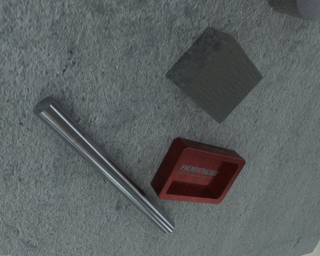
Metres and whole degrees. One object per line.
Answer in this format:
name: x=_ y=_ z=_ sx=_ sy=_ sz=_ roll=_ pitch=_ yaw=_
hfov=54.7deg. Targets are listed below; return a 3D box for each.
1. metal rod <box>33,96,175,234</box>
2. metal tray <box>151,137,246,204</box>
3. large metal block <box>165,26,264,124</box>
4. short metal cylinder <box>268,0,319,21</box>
metal rod: x=-0.055 y=0.070 z=0.420 sx=0.025 sy=0.025 sz=0.300 roll=-38 pitch=129 yaw=-3
metal tray: x=0.061 y=0.070 z=0.480 sx=0.131 sy=0.030 sz=0.089 roll=14 pitch=111 yaw=-34
large metal block: x=0.068 y=-0.065 z=0.388 sx=0.080 sy=0.050 sz=0.080 roll=-48 pitch=129 yaw=6
short metal cylinder: x=0.180 y=-0.177 z=0.379 sx=0.081 sy=0.050 sz=0.079 roll=-14 pitch=124 yaw=-21
